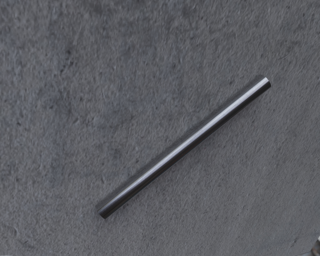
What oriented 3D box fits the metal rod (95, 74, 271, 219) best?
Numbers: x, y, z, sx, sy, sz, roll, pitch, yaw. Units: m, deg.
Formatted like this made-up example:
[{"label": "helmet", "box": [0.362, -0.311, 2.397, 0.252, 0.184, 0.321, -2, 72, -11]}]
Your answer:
[{"label": "metal rod", "box": [0.035, 0.025, 0.443, 0.301, 0.025, 0.025, -38, 130, -3]}]
